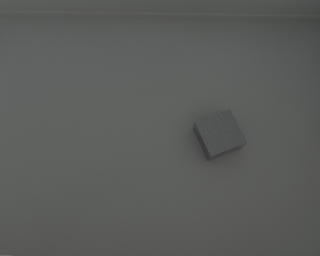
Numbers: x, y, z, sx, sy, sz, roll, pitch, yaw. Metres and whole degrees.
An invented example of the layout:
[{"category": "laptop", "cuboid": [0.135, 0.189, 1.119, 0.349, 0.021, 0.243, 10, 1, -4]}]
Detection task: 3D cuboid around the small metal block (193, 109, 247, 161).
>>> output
[{"category": "small metal block", "cuboid": [0.077, 0.009, 0.407, 0.050, 0.025, 0.050, -20, 71, -7]}]
